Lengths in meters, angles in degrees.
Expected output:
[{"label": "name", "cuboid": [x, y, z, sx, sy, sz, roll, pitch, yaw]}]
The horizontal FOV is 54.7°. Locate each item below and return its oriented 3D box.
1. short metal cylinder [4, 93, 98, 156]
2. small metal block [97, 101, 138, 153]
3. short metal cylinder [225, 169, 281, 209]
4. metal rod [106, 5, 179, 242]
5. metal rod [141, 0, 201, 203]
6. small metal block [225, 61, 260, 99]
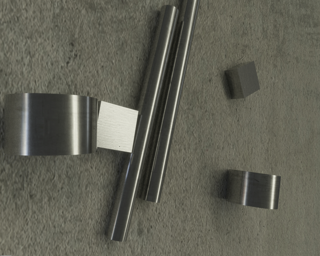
[{"label": "short metal cylinder", "cuboid": [-0.099, -0.003, 0.286, 0.081, 0.080, 0.050, 1, 90, -40]}, {"label": "small metal block", "cuboid": [-0.056, 0.000, 0.357, 0.050, 0.025, 0.050, 14, 81, -39]}, {"label": "short metal cylinder", "cuboid": [0.148, 0.096, 0.493, 0.081, 0.080, 0.050, 13, 82, -39]}, {"label": "metal rod", "cuboid": [-0.019, -0.014, 0.388, 0.025, 0.025, 0.299, 21, 77, -38]}, {"label": "metal rod", "cuboid": [0.018, -0.052, 0.419, 0.025, 0.025, 0.299, 20, 78, -39]}, {"label": "small metal block", "cuboid": [0.140, -0.081, 0.522, 0.050, 0.025, 0.050, -28, 108, -36]}]
